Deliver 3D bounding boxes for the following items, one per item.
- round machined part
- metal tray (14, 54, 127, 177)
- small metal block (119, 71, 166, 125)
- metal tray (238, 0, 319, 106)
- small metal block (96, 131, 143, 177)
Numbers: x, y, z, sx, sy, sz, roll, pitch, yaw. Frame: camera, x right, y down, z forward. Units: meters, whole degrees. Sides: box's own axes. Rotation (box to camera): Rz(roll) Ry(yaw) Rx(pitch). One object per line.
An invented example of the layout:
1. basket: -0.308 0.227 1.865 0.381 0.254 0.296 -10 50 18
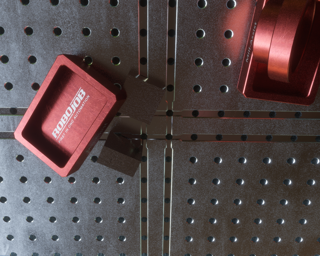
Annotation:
1. round machined part: 0.132 -0.101 0.333 0.042 0.099 0.097 19 113 27
2. metal tray: -0.114 -0.015 0.389 0.090 0.030 0.129 38 106 6
3. small metal block: -0.026 -0.039 0.399 0.050 0.025 0.050 23 108 -8
4. metal tray: 0.155 -0.097 0.375 0.091 0.030 0.129 7 110 -3
5. small metal block: -0.052 0.034 0.412 0.050 0.050 0.025 24 108 -9
